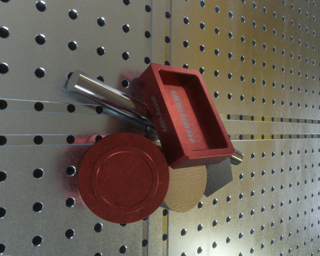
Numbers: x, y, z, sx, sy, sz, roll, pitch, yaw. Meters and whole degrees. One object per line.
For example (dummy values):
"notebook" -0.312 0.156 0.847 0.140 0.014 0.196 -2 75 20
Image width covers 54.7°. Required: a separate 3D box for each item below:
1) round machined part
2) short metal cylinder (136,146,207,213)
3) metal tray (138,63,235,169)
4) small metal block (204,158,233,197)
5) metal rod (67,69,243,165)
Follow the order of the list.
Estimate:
"round machined part" -0.038 0.053 0.332 0.099 0.042 0.097 1 86 -7
"short metal cylinder" 0.015 0.064 0.401 0.081 0.050 0.079 0 90 -40
"metal tray" 0.033 -0.017 0.391 0.091 0.030 0.130 0 61 -41
"small metal block" 0.077 0.065 0.456 0.050 0.025 0.050 -29 125 -20
"metal rod" 0.017 -0.001 0.419 0.302 0.025 0.025 25 75 -37
